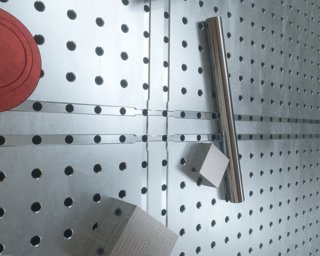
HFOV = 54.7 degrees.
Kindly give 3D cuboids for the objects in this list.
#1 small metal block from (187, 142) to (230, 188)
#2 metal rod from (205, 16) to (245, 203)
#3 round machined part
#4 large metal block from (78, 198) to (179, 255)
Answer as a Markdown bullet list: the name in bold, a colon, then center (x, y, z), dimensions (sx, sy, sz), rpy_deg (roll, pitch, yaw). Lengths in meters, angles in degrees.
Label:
- **small metal block**: center (0.075, 0.057, 0.475), dimensions (0.050, 0.025, 0.050), rpy_deg (42, 65, -33)
- **metal rod**: center (0.106, -0.024, 0.500), dimensions (0.025, 0.025, 0.298), rpy_deg (-16, 100, -39)
- **round machined part**: center (-0.153, -0.061, 0.270), dimensions (0.099, 0.042, 0.097), rpy_deg (0, 90, -40)
- **large metal block**: center (-0.036, 0.141, 0.365), dimensions (0.080, 0.050, 0.080), rpy_deg (45, 63, -31)
